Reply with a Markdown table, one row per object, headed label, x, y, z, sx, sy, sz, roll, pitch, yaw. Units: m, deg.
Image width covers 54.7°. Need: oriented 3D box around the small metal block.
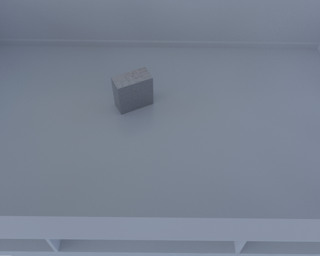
| label | x | y | z | sx | sy | sz | roll | pitch | yaw |
| --- | --- | --- | --- | --- | --- | --- | --- | --- | --- |
| small metal block | -0.037 | -0.051 | 0.431 | 0.050 | 0.050 | 0.025 | -21 | 53 | -17 |
